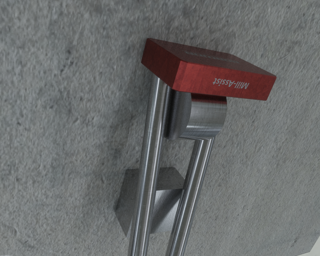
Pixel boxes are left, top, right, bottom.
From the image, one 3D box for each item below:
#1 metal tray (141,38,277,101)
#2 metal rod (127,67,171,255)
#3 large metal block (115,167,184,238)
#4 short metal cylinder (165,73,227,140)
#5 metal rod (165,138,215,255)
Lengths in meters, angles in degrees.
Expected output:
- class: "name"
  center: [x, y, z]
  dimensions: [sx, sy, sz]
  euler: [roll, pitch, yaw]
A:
- class: "metal tray"
  center: [0.055, -0.067, 0.356]
  dimensions: [0.131, 0.090, 0.030]
  euler: [2, 117, -30]
- class: "metal rod"
  center: [-0.015, 0.065, 0.383]
  dimensions: [0.025, 0.025, 0.298]
  euler: [2, 102, -30]
- class: "large metal block"
  center: [-0.012, 0.106, 0.450]
  dimensions: [0.081, 0.050, 0.079]
  euler: [2, 118, -30]
- class: "short metal cylinder"
  center: [0.036, -0.025, 0.379]
  dimensions: [0.050, 0.080, 0.079]
  euler: [2, 118, -30]
- class: "metal rod"
  center: [0.047, 0.068, 0.418]
  dimensions: [0.025, 0.025, 0.298]
  euler: [9, 99, -33]
